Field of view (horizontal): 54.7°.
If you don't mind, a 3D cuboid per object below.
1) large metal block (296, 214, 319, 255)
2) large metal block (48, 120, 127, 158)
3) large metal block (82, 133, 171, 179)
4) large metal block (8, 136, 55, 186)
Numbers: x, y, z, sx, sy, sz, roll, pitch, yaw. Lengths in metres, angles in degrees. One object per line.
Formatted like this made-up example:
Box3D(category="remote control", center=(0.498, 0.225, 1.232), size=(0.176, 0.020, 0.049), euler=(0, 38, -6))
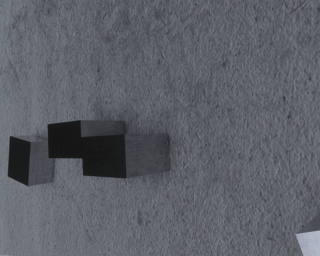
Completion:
Box3D(category="large metal block", center=(0.163, 0.089, 0.234), size=(0.080, 0.081, 0.050), euler=(-26, 74, 37))
Box3D(category="large metal block", center=(-0.107, 0.017, 0.457), size=(0.080, 0.081, 0.050), euler=(-4, 87, 40))
Box3D(category="large metal block", center=(-0.044, 0.034, 0.405), size=(0.080, 0.081, 0.050), euler=(-4, 87, 40))
Box3D(category="large metal block", center=(-0.245, 0.059, 0.591), size=(0.080, 0.050, 0.079), euler=(9, 96, 39))
